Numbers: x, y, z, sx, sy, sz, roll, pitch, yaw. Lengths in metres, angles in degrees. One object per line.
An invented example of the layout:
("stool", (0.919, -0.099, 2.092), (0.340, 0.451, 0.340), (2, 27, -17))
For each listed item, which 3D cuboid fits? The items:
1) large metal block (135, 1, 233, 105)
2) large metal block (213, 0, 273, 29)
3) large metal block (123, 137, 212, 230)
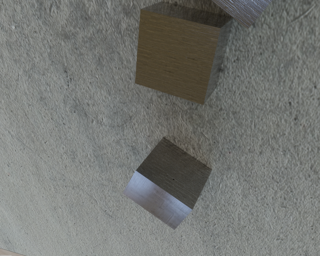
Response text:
("large metal block", (0.024, -0.081, 0.328), (0.080, 0.050, 0.079), (20, 126, 16))
("large metal block", (0.075, -0.146, 0.261), (0.080, 0.050, 0.080), (40, 129, 1))
("large metal block", (0.012, 0.070, 0.409), (0.080, 0.080, 0.050), (34, 129, 5))
